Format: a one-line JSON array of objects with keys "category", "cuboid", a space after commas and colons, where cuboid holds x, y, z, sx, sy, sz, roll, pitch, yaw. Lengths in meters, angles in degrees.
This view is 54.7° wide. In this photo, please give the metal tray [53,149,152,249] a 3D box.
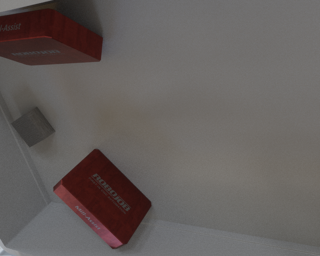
[{"category": "metal tray", "cuboid": [-0.084, 0.106, 0.473, 0.130, 0.090, 0.030, 46, 129, -5]}]

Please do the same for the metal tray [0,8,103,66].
[{"category": "metal tray", "cuboid": [-0.148, -0.105, 0.376, 0.130, 0.090, 0.030, 3, 86, 26]}]

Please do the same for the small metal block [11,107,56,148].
[{"category": "small metal block", "cuboid": [-0.212, -0.001, 0.517, 0.050, 0.025, 0.050, -23, 106, 36]}]
